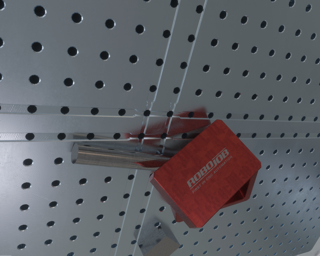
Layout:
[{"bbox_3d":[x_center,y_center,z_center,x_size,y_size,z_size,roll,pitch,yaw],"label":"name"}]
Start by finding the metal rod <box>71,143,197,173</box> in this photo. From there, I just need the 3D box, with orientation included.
[{"bbox_3d":[0.022,0.054,0.456,0.302,0.025,0.025,10,113,-33],"label":"metal rod"}]

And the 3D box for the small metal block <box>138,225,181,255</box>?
[{"bbox_3d":[-0.001,0.203,0.537,0.050,0.025,0.050,-42,130,0],"label":"small metal block"}]

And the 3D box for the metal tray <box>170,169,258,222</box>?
[{"bbox_3d":[0.081,0.098,0.487,0.131,0.030,0.090,-15,139,-9],"label":"metal tray"}]

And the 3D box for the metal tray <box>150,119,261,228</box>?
[{"bbox_3d":[0.063,0.060,0.423,0.131,0.090,0.030,-38,172,-22],"label":"metal tray"}]
